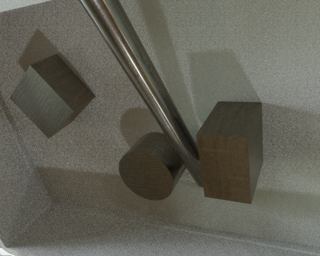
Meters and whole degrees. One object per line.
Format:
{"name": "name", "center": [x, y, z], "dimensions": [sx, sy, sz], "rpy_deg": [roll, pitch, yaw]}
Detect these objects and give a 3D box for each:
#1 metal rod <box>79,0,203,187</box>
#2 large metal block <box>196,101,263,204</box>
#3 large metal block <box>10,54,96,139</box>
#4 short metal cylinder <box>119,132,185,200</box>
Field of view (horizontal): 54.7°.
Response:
{"name": "metal rod", "center": [0.004, -0.018, 0.314], "dimensions": [0.025, 0.025, 0.299], "rpy_deg": [0, 144, 28]}
{"name": "large metal block", "center": [0.082, 0.024, 0.344], "dimensions": [0.050, 0.080, 0.079], "rpy_deg": [3, 120, 26]}
{"name": "large metal block", "center": [-0.154, -0.044, 0.444], "dimensions": [0.080, 0.050, 0.080], "rpy_deg": [48, 128, -6]}
{"name": "short metal cylinder", "center": [-0.009, 0.053, 0.429], "dimensions": [0.080, 0.050, 0.079], "rpy_deg": [13, 124, 20]}
